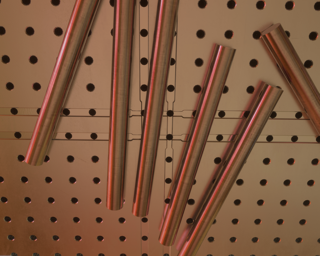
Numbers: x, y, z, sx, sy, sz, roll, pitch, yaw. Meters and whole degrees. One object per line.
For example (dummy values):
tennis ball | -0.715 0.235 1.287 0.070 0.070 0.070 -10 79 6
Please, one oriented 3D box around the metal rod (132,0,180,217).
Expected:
metal rod | -0.009 -0.014 0.407 0.025 0.025 0.298 7 110 -3

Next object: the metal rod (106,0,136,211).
metal rod | -0.052 -0.026 0.403 0.025 0.025 0.298 5 110 -2

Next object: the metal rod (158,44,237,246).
metal rod | 0.045 0.037 0.427 0.025 0.025 0.298 13 110 -5

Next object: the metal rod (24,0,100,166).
metal rod | -0.114 -0.083 0.381 0.025 0.025 0.298 23 108 -8

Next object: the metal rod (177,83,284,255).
metal rod | 0.092 0.078 0.442 0.025 0.025 0.298 20 109 -7

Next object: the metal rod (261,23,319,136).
metal rod | 0.220 -0.004 0.413 0.025 0.025 0.300 -34 107 12
